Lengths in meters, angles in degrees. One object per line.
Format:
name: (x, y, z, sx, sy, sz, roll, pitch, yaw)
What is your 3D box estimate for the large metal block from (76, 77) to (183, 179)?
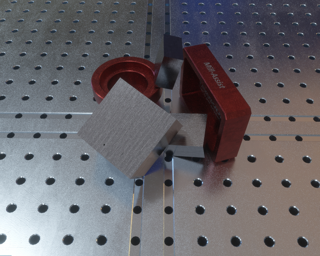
large metal block: (-0.033, 0.002, 0.360, 0.080, 0.050, 0.080, 38, 90, 14)

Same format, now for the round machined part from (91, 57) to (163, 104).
round machined part: (-0.045, -0.055, 0.442, 0.099, 0.042, 0.098, 0, 50, 0)

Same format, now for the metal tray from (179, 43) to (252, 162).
metal tray: (0.063, -0.034, 0.394, 0.030, 0.089, 0.130, -14, 52, -12)

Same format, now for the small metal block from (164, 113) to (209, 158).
small metal block: (0.034, 0.009, 0.394, 0.050, 0.025, 0.050, 2, 54, 16)

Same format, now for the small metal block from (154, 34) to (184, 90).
small metal block: (0.011, -0.088, 0.412, 0.025, 0.050, 0.050, 9, 48, -11)
